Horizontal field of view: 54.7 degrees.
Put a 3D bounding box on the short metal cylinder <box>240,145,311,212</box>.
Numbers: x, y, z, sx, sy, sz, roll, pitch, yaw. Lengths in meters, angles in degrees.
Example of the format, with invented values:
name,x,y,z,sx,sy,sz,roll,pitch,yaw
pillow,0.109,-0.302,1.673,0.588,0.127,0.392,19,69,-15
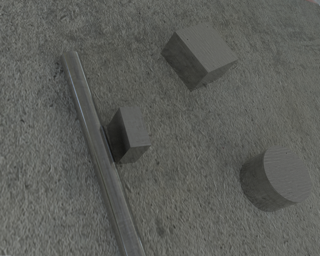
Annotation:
name,x,y,z,sx,sy,sz,roll,pitch,yaw
short metal cylinder,0.160,0.071,0.430,0.081,0.050,0.080,14,56,-21

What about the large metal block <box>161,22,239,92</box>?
name,x,y,z,sx,sy,sz,roll,pitch,yaw
large metal block,0.063,-0.114,0.491,0.081,0.050,0.080,-29,78,-37

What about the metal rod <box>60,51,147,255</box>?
name,x,y,z,sx,sy,sz,roll,pitch,yaw
metal rod,-0.062,0.040,0.345,0.025,0.025,0.299,-9,66,-32

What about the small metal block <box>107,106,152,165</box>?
name,x,y,z,sx,sy,sz,roll,pitch,yaw
small metal block,-0.038,0.009,0.362,0.025,0.050,0.050,-4,64,-30
